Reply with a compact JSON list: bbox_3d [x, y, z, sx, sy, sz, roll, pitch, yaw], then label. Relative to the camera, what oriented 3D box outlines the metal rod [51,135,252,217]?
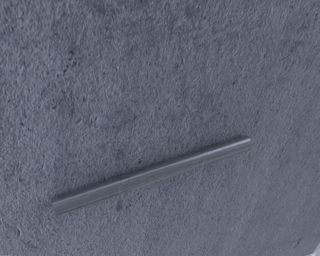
[{"bbox_3d":[0.002,0.062,0.445,0.302,0.025,0.025,-16,125,-20],"label":"metal rod"}]
